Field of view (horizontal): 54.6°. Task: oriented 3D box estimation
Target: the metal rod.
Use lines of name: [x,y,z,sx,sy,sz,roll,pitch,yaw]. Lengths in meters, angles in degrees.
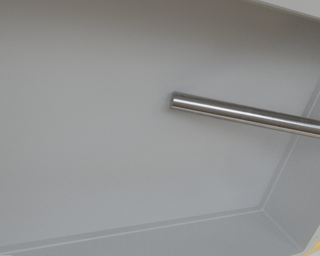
metal rod: [0.163,-0.008,0.416,0.302,0.025,0.025,10,115,-7]
